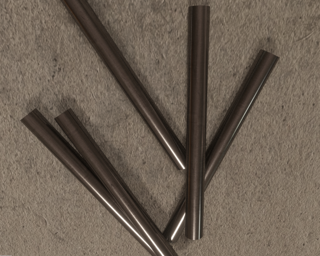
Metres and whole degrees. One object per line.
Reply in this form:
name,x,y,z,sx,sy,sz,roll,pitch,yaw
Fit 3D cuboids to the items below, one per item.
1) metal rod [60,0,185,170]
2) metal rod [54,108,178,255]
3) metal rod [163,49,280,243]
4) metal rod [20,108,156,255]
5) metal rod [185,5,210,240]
metal rod,-0.046,-0.068,0.383,0.025,0.025,0.299,-31,108,10
metal rod,-0.046,0.103,0.434,0.025,0.025,0.299,-31,103,10
metal rod,0.075,0.037,0.424,0.025,0.025,0.298,22,108,-8
metal rod,-0.080,0.094,0.443,0.025,0.025,0.300,-36,107,12
metal rod,0.046,0.004,0.395,0.025,0.025,0.298,0,104,0
